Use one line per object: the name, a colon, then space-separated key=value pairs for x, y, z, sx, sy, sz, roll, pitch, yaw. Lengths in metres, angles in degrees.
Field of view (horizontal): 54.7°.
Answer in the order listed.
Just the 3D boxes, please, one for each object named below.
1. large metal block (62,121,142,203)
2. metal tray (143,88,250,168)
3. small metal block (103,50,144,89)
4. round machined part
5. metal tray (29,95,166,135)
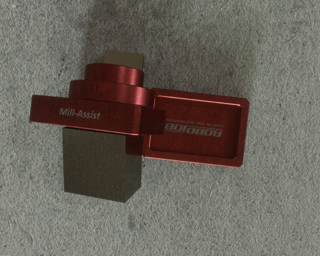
large metal block: x=-0.069 y=0.038 z=0.379 sx=0.080 sy=0.050 sz=0.079 roll=6 pitch=103 yaw=17
metal tray: x=0.045 y=0.000 z=0.409 sx=0.131 sy=0.030 sz=0.089 roll=6 pitch=90 yaw=-1
small metal block: x=-0.049 y=-0.074 z=0.411 sx=0.050 sy=0.025 sz=0.050 roll=7 pitch=90 yaw=-1
round machined part: x=-0.054 y=-0.048 z=0.363 sx=0.099 sy=0.098 sz=0.042 roll=6 pitch=90 yaw=-1
metal tray: x=-0.069 y=-0.014 z=0.361 sx=0.130 sy=0.090 sz=0.030 roll=7 pitch=91 yaw=18
